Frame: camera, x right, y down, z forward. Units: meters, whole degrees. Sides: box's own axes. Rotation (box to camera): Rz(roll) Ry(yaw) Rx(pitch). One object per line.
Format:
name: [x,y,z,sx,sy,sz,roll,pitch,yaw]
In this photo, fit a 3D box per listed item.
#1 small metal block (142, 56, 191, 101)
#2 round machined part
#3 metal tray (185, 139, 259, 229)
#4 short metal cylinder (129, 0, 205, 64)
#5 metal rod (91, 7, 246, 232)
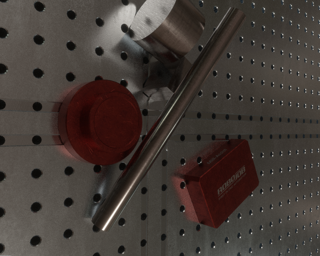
small metal block: [0.010,-0.064,0.404,0.025,0.050,0.050,40,66,-34]
round machined part: [-0.059,-0.006,0.350,0.099,0.042,0.097,0,90,-40]
metal tray: [0.104,0.084,0.496,0.131,0.030,0.090,-32,110,-36]
short metal cylinder: [0.008,-0.127,0.382,0.050,0.080,0.080,33,70,-36]
metal rod: [0.013,-0.014,0.367,0.025,0.025,0.299,36,85,-35]
